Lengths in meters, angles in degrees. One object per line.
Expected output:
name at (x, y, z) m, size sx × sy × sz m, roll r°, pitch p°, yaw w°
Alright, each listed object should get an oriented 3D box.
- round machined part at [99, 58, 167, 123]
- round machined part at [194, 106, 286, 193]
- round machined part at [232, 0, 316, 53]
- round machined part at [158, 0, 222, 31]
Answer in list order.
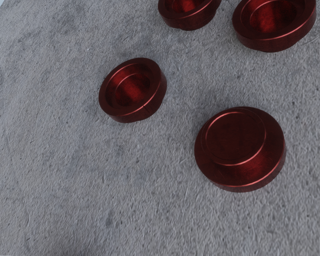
round machined part at (-0.034, -0.049, 0.441) m, size 0.098 × 0.042 × 0.098 m, roll -13°, pitch 56°, yaw 21°
round machined part at (0.083, 0.017, 0.339) m, size 0.098 × 0.042 × 0.098 m, roll -13°, pitch 56°, yaw 21°
round machined part at (0.147, -0.137, 0.400) m, size 0.098 × 0.042 × 0.098 m, roll -13°, pitch 56°, yaw 21°
round machined part at (0.050, -0.192, 0.485) m, size 0.098 × 0.042 × 0.098 m, roll -13°, pitch 56°, yaw 21°
